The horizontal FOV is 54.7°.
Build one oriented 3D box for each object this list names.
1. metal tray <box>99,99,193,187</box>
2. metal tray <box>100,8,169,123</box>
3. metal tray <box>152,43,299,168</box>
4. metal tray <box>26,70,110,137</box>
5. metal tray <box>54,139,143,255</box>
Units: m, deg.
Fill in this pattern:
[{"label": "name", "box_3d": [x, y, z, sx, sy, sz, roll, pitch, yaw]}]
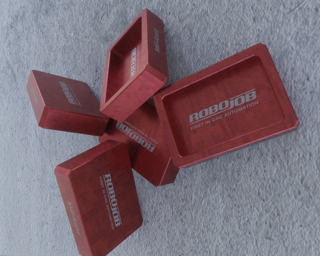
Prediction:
[{"label": "metal tray", "box_3d": [-0.023, 0.008, 0.420, 0.130, 0.030, 0.089, 32, 110, 35]}, {"label": "metal tray", "box_3d": [-0.034, -0.081, 0.391, 0.090, 0.030, 0.130, -38, 38, 33]}, {"label": "metal tray", "box_3d": [0.065, -0.019, 0.327, 0.130, 0.030, 0.090, -23, 75, 22]}, {"label": "metal tray", "box_3d": [-0.138, -0.038, 0.455, 0.130, 0.091, 0.030, 48, 120, 48]}, {"label": "metal tray", "box_3d": [-0.073, 0.091, 0.396, 0.030, 0.091, 0.129, 7, 115, 40]}]
